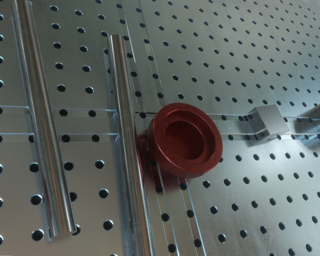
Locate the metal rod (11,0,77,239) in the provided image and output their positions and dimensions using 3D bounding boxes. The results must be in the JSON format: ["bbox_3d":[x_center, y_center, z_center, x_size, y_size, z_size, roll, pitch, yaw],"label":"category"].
[{"bbox_3d":[-0.137,-0.029,0.351,0.025,0.025,0.299,-5,64,-31],"label":"metal rod"}]

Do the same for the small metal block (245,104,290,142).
[{"bbox_3d":[0.177,-0.009,0.509,0.050,0.025,0.050,-9,66,-32],"label":"small metal block"}]

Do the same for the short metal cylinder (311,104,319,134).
[{"bbox_3d":[0.335,-0.019,0.584,0.081,0.050,0.080,14,56,-21],"label":"short metal cylinder"}]

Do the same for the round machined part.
[{"bbox_3d":[0.028,0.019,0.400,0.099,0.042,0.098,14,56,-21],"label":"round machined part"}]

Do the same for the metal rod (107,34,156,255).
[{"bbox_3d":[-0.040,0.004,0.383,0.025,0.025,0.299,4,60,-26],"label":"metal rod"}]
